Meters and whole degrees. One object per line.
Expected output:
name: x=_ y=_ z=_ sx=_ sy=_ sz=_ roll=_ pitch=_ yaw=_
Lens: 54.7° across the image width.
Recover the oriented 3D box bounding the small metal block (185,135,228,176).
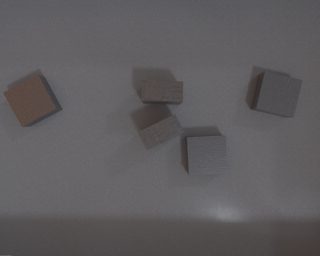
small metal block: x=0.061 y=0.035 z=0.412 sx=0.050 sy=0.025 sz=0.050 roll=-3 pitch=90 yaw=-1

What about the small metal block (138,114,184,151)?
small metal block: x=0.001 y=0.005 z=0.399 sx=0.050 sy=0.050 sz=0.025 roll=-26 pitch=90 yaw=0

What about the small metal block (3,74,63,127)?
small metal block: x=-0.167 y=-0.035 z=0.409 sx=0.050 sy=0.025 sz=0.050 roll=-28 pitch=90 yaw=-1

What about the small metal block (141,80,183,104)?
small metal block: x=0.003 y=-0.045 z=0.399 sx=0.050 sy=0.050 sz=0.025 roll=1 pitch=90 yaw=-1

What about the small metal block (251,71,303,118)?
small metal block: x=0.155 y=-0.044 z=0.413 sx=0.050 sy=0.025 sz=0.050 roll=13 pitch=90 yaw=-1
